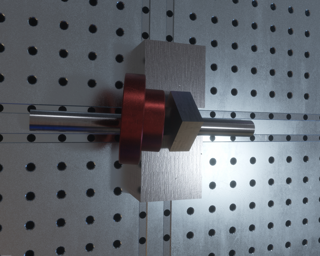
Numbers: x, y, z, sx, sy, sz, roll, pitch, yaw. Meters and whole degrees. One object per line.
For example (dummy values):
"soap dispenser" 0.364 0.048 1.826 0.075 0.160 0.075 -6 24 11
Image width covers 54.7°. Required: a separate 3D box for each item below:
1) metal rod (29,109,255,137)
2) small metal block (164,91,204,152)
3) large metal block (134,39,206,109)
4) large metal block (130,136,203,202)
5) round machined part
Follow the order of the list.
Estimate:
"metal rod" -0.008 -0.004 0.409 0.302 0.025 0.025 2 90 -20
"small metal block" 0.023 -0.008 0.361 0.025 0.050 0.050 1 46 -20
"large metal block" 0.011 -0.065 0.403 0.081 0.050 0.079 1 90 -20
"large metal block" 0.007 0.049 0.402 0.081 0.050 0.080 1 90 -20
"round machined part" -0.019 -0.009 0.336 0.042 0.098 0.097 4 89 -6
